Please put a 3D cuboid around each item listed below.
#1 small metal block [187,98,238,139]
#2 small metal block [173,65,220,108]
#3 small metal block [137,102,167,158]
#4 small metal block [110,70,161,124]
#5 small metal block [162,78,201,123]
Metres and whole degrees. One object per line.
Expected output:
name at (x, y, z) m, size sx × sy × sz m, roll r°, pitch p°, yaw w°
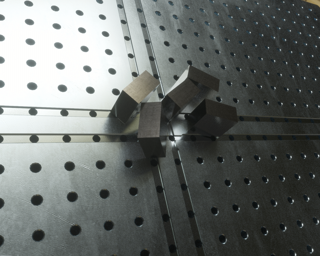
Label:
small metal block at (0.073, -0.012, 0.438) m, size 0.050 × 0.050 × 0.025 m, roll 14°, pitch 56°, yaw -21°
small metal block at (0.052, -0.058, 0.455) m, size 0.050 × 0.050 × 0.025 m, roll 23°, pitch 53°, yaw -14°
small metal block at (-0.008, 0.003, 0.382) m, size 0.025 × 0.050 × 0.050 m, roll -2°, pitch 57°, yaw 9°
small metal block at (-0.032, -0.040, 0.399) m, size 0.025 × 0.050 × 0.050 m, roll 41°, pitch 51°, yaw 0°
small metal block at (0.022, -0.035, 0.425) m, size 0.025 × 0.050 × 0.050 m, roll 46°, pitch 51°, yaw 3°
